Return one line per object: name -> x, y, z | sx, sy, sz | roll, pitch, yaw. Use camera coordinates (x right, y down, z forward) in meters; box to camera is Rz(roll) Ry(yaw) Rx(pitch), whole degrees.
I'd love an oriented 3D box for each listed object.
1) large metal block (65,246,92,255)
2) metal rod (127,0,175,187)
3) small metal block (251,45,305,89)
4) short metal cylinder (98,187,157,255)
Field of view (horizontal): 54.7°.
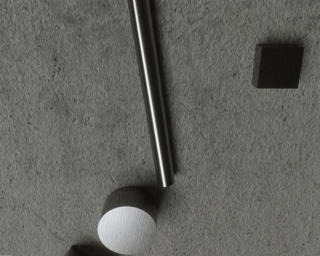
large metal block -> -0.130, 0.247, 0.486 | 0.080, 0.050, 0.080 | 33, 106, -12
metal rod -> -0.012, -0.062, 0.386 | 0.025, 0.025, 0.298 | -8, 110, 2
small metal block -> 0.145, -0.076, 0.384 | 0.050, 0.025, 0.050 | 0, 110, -1
short metal cylinder -> -0.044, 0.132, 0.445 | 0.081, 0.050, 0.079 | 0, 110, -1
